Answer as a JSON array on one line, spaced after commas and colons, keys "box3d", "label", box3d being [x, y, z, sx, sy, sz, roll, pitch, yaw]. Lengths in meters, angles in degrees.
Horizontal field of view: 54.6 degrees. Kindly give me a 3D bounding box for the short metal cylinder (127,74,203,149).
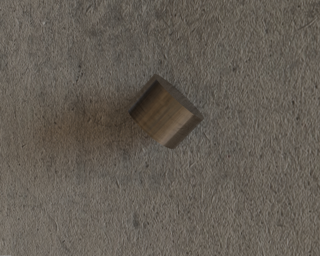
[{"box3d": [0.007, -0.020, 0.378, 0.080, 0.080, 0.050, 46, 104, 14], "label": "short metal cylinder"}]
